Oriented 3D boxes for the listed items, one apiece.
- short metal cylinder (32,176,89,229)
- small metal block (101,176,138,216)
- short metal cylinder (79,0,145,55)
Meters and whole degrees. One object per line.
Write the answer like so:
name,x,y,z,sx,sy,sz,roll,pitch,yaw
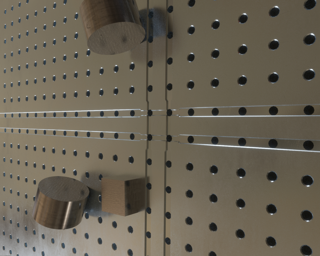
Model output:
short metal cylinder,-0.162,0.120,0.508,0.080,0.081,0.050,28,108,36
small metal block,-0.061,0.100,0.460,0.050,0.025,0.050,-1,89,40
short metal cylinder,-0.066,-0.144,0.428,0.080,0.081,0.050,-26,74,37
